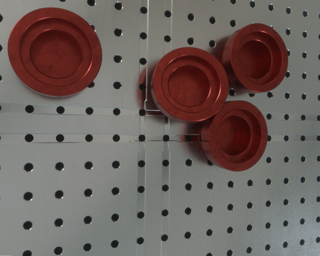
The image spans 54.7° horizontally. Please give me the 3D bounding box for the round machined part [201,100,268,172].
[{"bbox_3d":[0.100,0.010,0.440,0.099,0.042,0.097,-1,92,-23],"label":"round machined part"}]

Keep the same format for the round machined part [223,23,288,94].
[{"bbox_3d":[0.134,-0.099,0.455,0.099,0.042,0.097,0,90,-21],"label":"round machined part"}]

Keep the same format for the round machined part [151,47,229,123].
[{"bbox_3d":[0.037,-0.053,0.410,0.099,0.042,0.097,1,81,-8],"label":"round machined part"}]

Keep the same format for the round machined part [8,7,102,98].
[{"bbox_3d":[-0.120,-0.084,0.359,0.099,0.042,0.097,0,90,-21],"label":"round machined part"}]
